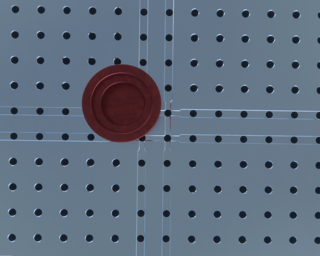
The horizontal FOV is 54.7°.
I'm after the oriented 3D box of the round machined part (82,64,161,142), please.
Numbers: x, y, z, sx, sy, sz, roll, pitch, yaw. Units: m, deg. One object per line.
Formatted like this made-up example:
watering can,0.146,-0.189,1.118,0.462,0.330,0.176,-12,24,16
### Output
round machined part,-0.048,-0.031,0.404,0.099,0.042,0.097,0,90,-1
